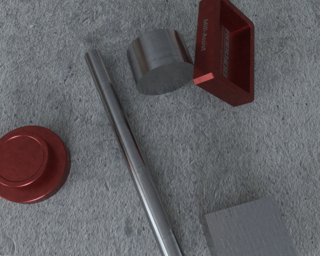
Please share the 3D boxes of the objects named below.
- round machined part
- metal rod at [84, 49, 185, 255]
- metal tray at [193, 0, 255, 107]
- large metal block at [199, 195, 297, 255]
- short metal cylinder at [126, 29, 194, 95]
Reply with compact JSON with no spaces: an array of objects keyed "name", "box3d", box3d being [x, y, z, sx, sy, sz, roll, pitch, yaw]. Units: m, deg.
[{"name":"round machined part","box3d":[-0.165,0.042,0.382,0.099,0.042,0.098,0,70,-1]},{"name":"metal rod","box3d":[-0.039,0.025,0.398,0.025,0.025,0.299,-21,72,-8]},{"name":"metal tray","box3d":[0.089,-0.104,0.416,0.090,0.030,0.130,23,65,-37]},{"name":"large metal block","box3d":[0.098,0.128,0.349,0.081,0.050,0.080,-14,71,-6]},{"name":"short metal cylinder","box3d":[0.001,-0.085,0.410,0.081,0.080,0.050,-16,71,-6]}]
